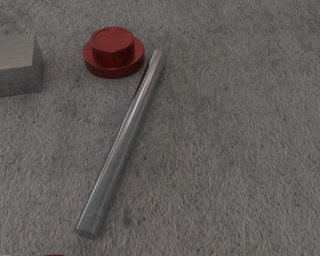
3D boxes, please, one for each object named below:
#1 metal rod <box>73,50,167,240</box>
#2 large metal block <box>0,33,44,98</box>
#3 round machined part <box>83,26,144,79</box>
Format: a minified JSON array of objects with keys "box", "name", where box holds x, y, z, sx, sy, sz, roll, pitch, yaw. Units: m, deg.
[{"box":[-0.038,-0.004,0.405,0.025,0.025,0.300,11,51,9],"name":"metal rod"},{"box":[-0.224,-0.094,0.464,0.081,0.050,0.080,-9,51,-8],"name":"large metal block"},{"box":[-0.075,-0.127,0.498,0.099,0.042,0.098,0,50,0],"name":"round machined part"}]
